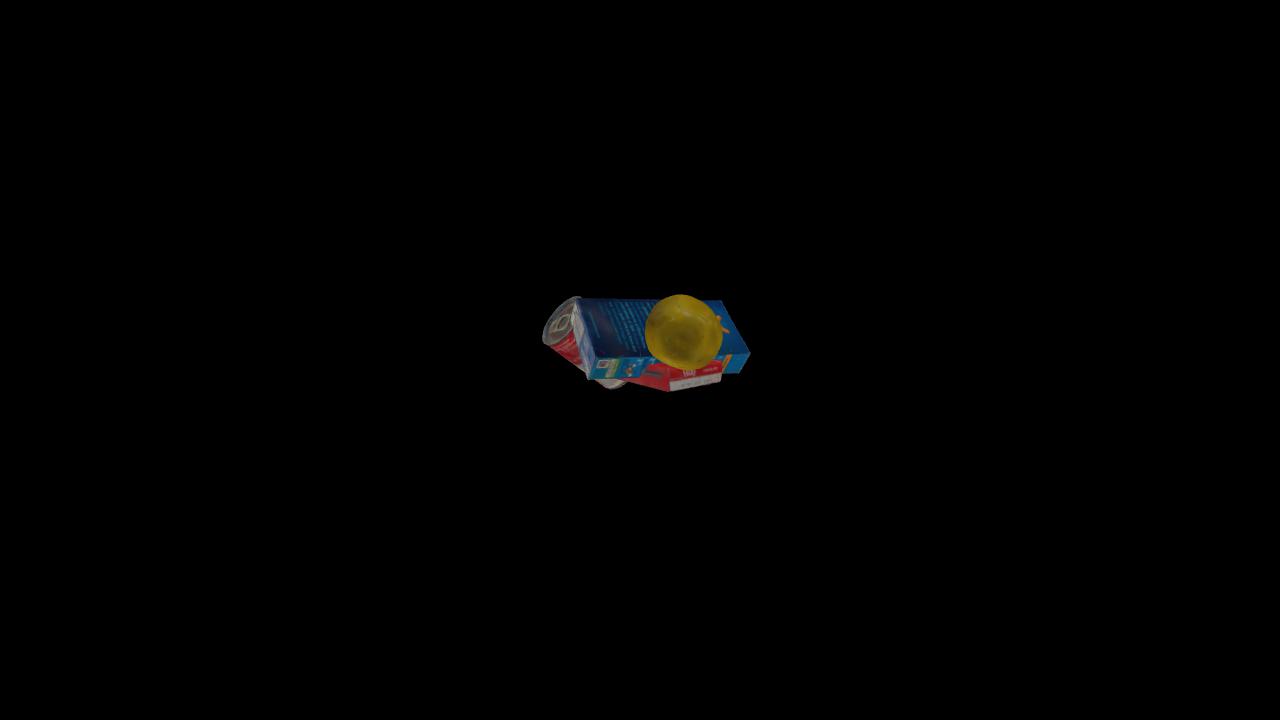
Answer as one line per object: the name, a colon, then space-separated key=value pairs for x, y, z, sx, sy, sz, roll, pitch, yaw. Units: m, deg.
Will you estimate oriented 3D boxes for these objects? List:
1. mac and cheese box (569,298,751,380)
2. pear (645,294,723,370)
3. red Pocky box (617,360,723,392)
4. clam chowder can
mac and cheese box: x=0.021 y=-0.026 z=0.680 sx=0.184 sy=0.093 sz=0.041 roll=-1 pitch=-44 yaw=-24
pear: x=0.044 y=-0.033 z=0.649 sx=0.080 sy=0.080 sz=0.111 roll=0 pitch=12 yaw=-1
red Pocky box: x=0.008 y=0.006 z=0.697 sx=0.083 sy=0.028 sz=0.155 roll=-9 pitch=14 yaw=-41
clam chowder can: x=-0.054 y=-0.018 z=0.720 sx=0.102 sy=0.068 sz=0.068 roll=39 pitch=-23 yaw=-31
